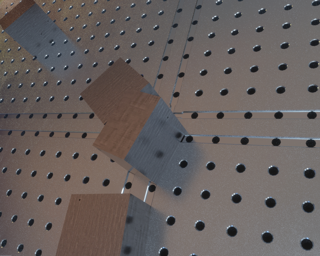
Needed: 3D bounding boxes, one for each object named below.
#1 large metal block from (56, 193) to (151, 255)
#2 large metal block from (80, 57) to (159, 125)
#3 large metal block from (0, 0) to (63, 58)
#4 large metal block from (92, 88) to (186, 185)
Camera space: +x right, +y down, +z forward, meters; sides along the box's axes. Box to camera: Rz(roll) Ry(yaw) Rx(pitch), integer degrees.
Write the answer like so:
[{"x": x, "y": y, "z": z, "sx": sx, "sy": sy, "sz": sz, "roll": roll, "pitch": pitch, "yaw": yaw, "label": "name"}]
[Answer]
[{"x": -0.063, "y": 0.121, "z": 0.350, "sx": 0.080, "sy": 0.050, "sz": 0.080, "roll": -6, "pitch": 59, "yaw": 24, "label": "large metal block"}, {"x": -0.055, "y": -0.042, "z": 0.445, "sx": 0.080, "sy": 0.050, "sz": 0.080, "roll": -43, "pitch": 51, "yaw": -2, "label": "large metal block"}, {"x": -0.263, "y": -0.207, "z": 0.635, "sx": 0.080, "sy": 0.080, "sz": 0.050, "roll": -42, "pitch": 51, "yaw": -1, "label": "large metal block"}, {"x": -0.021, "y": 0.011, "z": 0.376, "sx": 0.050, "sy": 0.080, "sz": 0.080, "roll": 19, "pitch": 72, "yaw": 35, "label": "large metal block"}]
